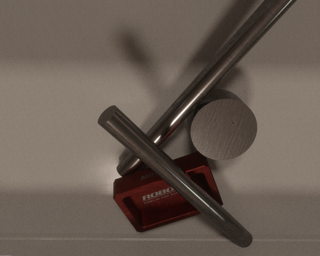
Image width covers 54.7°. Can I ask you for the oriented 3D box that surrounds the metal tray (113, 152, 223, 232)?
[{"bbox_3d":[0.013,0.091,0.429,0.131,0.030,0.090,-20,126,6],"label":"metal tray"}]

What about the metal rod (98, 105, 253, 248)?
[{"bbox_3d":[0.037,0.077,0.388,0.025,0.025,0.300,-37,122,12],"label":"metal rod"}]

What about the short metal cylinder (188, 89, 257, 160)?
[{"bbox_3d":[0.077,-0.005,0.397,0.081,0.050,0.079,0,110,-1],"label":"short metal cylinder"}]

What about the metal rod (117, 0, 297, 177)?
[{"bbox_3d":[0.042,-0.040,0.375,0.025,0.025,0.299,36,114,-13],"label":"metal rod"}]
